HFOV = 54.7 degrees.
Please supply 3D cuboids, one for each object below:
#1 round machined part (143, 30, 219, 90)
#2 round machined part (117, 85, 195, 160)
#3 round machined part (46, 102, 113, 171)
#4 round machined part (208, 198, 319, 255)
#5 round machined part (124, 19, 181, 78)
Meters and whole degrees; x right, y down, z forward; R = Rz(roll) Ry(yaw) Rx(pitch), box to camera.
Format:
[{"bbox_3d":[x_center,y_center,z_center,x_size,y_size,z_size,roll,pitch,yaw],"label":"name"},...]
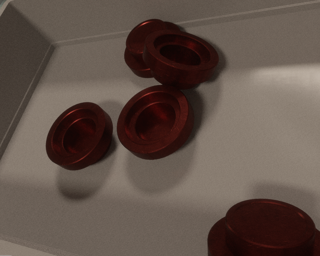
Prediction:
[{"bbox_3d":[0.025,-0.088,0.414,0.099,0.042,0.098,9,43,-9],"label":"round machined part"},{"bbox_3d":[-0.002,-0.004,0.397,0.098,0.042,0.098,-13,56,20],"label":"round machined part"},{"bbox_3d":[-0.109,0.015,0.441,0.098,0.042,0.098,-13,56,20],"label":"round machined part"},{"bbox_3d":[0.089,0.093,0.255,0.098,0.099,0.042,6,109,30],"label":"round machined part"},{"bbox_3d":[-0.013,-0.129,0.479,0.098,0.042,0.098,-13,57,20],"label":"round machined part"}]
